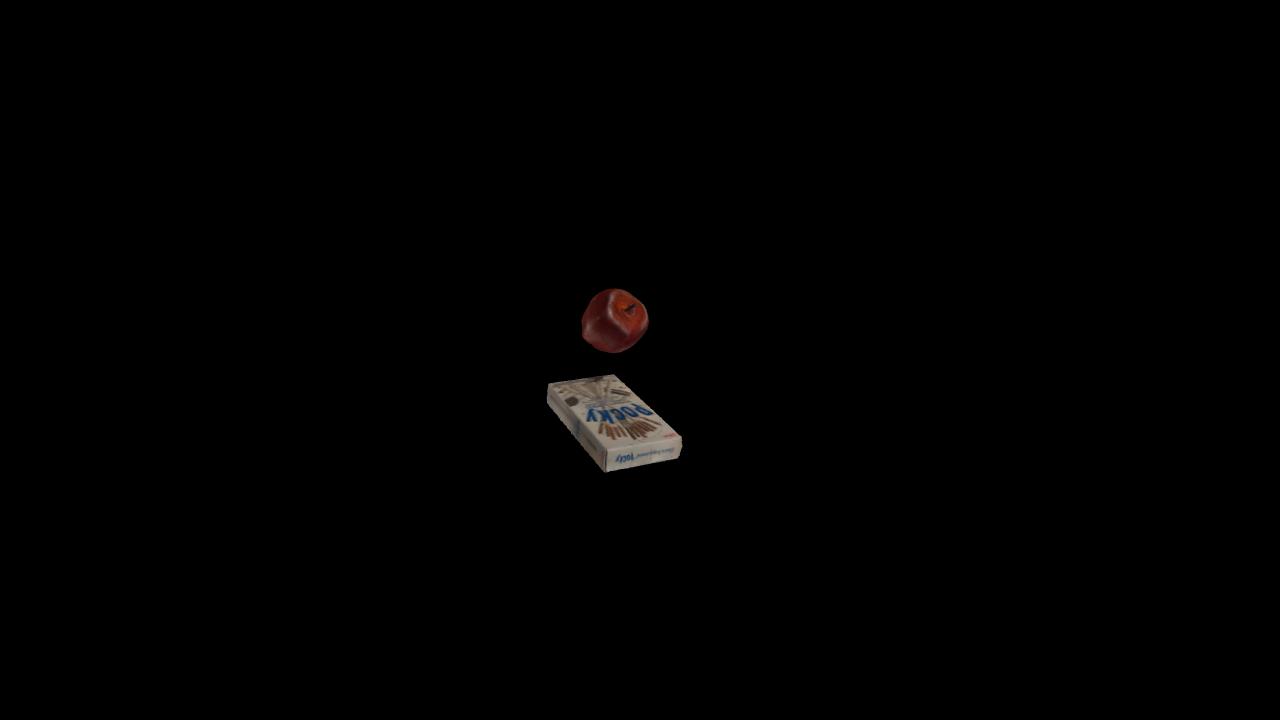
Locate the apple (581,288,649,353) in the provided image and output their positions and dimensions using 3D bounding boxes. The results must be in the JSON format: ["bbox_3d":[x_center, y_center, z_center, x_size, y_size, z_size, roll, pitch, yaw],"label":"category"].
[{"bbox_3d":[-0.032,-0.047,0.763,0.079,0.079,0.093,0,-20,-35],"label":"apple"}]

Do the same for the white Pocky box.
[{"bbox_3d":[-0.032,0.061,0.636,0.084,0.028,0.154,-6,25,-28],"label":"white Pocky box"}]
